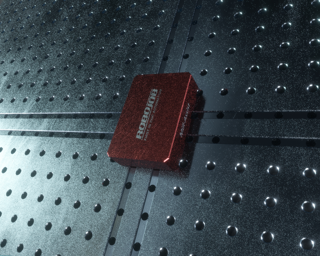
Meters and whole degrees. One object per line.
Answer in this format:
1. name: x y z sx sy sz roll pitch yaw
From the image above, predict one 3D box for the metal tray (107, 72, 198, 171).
1. metal tray: -0.008 -0.012 0.414 0.090 0.030 0.130 2 63 29
